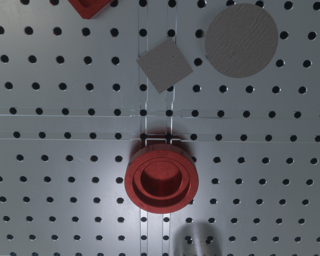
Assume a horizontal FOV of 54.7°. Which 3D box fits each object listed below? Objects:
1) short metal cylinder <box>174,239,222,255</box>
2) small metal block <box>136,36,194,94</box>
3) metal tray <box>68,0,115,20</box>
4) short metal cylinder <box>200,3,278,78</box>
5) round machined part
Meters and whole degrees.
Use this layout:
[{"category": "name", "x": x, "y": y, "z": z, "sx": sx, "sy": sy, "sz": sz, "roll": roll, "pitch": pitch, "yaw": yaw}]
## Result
[{"category": "short metal cylinder", "x": 0.062, "y": 0.223, "z": 0.483, "sx": 0.081, "sy": 0.050, "sz": 0.079, "roll": 0, "pitch": 110, "yaw": 0}, {"category": "small metal block", "x": 0.006, "y": -0.079, "z": 0.384, "sx": 0.050, "sy": 0.025, "sz": 0.050, "roll": -33, "pitch": 107, "yaw": 11}, {"category": "metal tray", "x": -0.060, "y": -0.195, "z": 0.338, "sx": 0.130, "sy": 0.030, "sz": 0.090, "roll": -36, "pitch": 107, "yaw": 12}, {"category": "short metal cylinder", "x": 0.090, "y": -0.103, "z": 0.363, "sx": 0.081, "sy": 0.050, "sz": 0.079, "roll": 0, "pitch": 110, "yaw": 0}, {"category": "round machined part", "x": 0.002, "y": 0.066, "z": 0.429, "sx": 0.099, "sy": 0.042, "sz": 0.097, "roll": 0, "pitch": 110, "yaw": 0}]
